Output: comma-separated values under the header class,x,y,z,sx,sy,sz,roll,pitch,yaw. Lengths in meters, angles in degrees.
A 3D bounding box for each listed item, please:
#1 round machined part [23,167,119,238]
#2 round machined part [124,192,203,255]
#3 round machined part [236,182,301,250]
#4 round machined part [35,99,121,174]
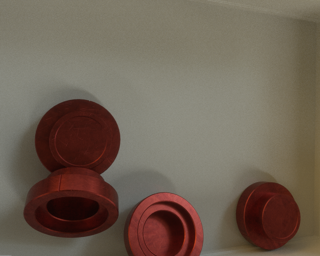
class,x,y,z,sx,sy,sz,roll,pitch,yaw
round machined part,-0.096,0.080,0.348,0.099,0.042,0.097,-5,135,-5
round machined part,0.001,0.134,0.390,0.099,0.042,0.098,10,63,-20
round machined part,0.166,0.130,0.457,0.099,0.042,0.097,2,83,-21
round machined part,-0.095,0.014,0.366,0.099,0.042,0.097,0,90,-20
